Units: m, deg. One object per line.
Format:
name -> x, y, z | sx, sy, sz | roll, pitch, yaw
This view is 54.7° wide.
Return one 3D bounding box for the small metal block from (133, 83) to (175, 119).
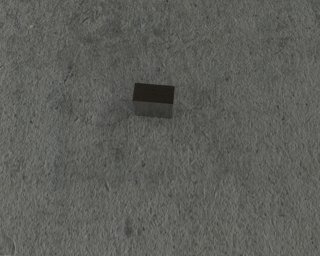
small metal block -> -0.008, -0.035, 0.408 | 0.050, 0.050, 0.025 | 5, 70, 1
